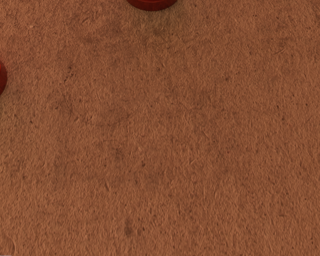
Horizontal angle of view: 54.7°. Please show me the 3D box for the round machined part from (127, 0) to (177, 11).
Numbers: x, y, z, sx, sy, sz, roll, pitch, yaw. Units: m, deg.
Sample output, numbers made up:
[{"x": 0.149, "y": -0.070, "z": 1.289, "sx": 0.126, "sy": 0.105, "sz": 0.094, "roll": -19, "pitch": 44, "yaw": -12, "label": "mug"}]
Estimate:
[{"x": -0.013, "y": -0.237, "z": 0.486, "sx": 0.099, "sy": 0.042, "sz": 0.098, "roll": 0, "pitch": 70, "yaw": -1, "label": "round machined part"}]

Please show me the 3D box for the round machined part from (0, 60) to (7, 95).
[{"x": -0.268, "y": -0.073, "z": 0.423, "sx": 0.099, "sy": 0.042, "sz": 0.098, "roll": 0, "pitch": 70, "yaw": -1, "label": "round machined part"}]
